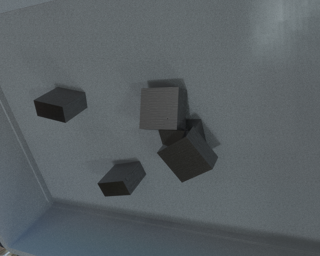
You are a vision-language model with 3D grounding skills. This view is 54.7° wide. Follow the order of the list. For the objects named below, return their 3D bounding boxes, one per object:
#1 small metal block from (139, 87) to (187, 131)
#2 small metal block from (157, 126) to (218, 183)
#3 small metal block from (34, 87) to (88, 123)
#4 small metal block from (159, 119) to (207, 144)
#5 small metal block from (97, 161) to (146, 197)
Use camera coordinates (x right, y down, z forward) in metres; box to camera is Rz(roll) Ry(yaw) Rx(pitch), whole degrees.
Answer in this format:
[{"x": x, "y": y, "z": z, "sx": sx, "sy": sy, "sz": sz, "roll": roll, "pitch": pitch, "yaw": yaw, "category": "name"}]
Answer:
[{"x": 0.004, "y": -0.023, "z": 0.378, "sx": 0.050, "sy": 0.025, "sz": 0.050, "roll": 1, "pitch": 87, "yaw": 27, "category": "small metal block"}, {"x": 0.034, "y": 0.033, "z": 0.379, "sx": 0.050, "sy": 0.025, "sz": 0.050, "roll": -32, "pitch": 101, "yaw": 38, "category": "small metal block"}, {"x": -0.142, "y": -0.035, "z": 0.446, "sx": 0.050, "sy": 0.050, "sz": 0.025, "roll": 13, "pitch": 124, "yaw": 21, "category": "small metal block"}, {"x": 0.031, "y": 0.017, "z": 0.403, "sx": 0.050, "sy": 0.025, "sz": 0.050, "roll": -2, "pitch": 118, "yaw": 29, "category": "small metal block"}, {"x": -0.057, "y": 0.077, "z": 0.470, "sx": 0.050, "sy": 0.050, "sz": 0.025, "roll": -11, "pitch": 113, "yaw": 33, "category": "small metal block"}]
